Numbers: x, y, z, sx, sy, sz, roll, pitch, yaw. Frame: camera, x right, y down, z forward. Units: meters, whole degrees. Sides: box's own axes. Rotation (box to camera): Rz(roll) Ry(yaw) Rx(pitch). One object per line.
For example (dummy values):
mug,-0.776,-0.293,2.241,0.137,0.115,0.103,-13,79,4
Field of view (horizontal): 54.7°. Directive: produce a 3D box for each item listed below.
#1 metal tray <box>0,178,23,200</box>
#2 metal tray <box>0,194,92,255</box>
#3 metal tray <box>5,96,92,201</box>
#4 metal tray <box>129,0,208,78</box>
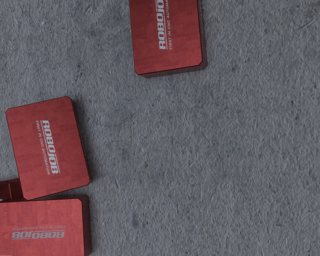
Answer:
metal tray,-0.255,0.151,0.496,0.090,0.030,0.129,-12,86,19
metal tray,-0.169,0.147,0.447,0.131,0.030,0.089,-4,87,5
metal tray,-0.156,0.028,0.441,0.091,0.030,0.129,-14,85,-8
metal tray,0.009,-0.136,0.403,0.090,0.030,0.129,-5,88,19
